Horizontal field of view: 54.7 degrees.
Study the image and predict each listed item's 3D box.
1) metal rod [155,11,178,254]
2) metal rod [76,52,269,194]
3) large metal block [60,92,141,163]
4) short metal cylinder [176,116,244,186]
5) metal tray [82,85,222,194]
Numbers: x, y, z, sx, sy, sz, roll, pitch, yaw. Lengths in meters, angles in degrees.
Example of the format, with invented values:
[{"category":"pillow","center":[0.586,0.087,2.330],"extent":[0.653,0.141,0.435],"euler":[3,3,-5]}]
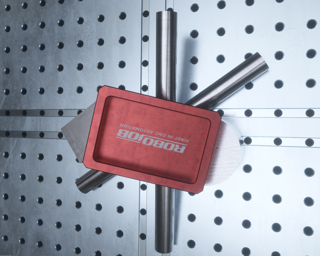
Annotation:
[{"category":"metal rod","center":[0.007,0.013,0.385],"extent":[0.025,0.025,0.298],"euler":[4,101,19]},{"category":"metal rod","center":[0.005,0.002,0.410],"extent":[0.300,0.025,0.025],"euler":[-35,79,16]},{"category":"large metal block","center":[-0.065,-0.001,0.404],"extent":[0.080,0.080,0.050],"euler":[-35,79,16]},{"category":"short metal cylinder","center":[0.059,0.026,0.377],"extent":[0.080,0.050,0.079],"euler":[0,90,19]},{"category":"metal tray","center":[-0.008,0.012,0.337],"extent":[0.131,0.030,0.089],"euler":[13,95,0]}]
